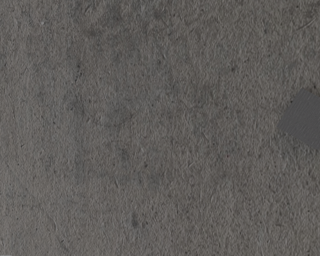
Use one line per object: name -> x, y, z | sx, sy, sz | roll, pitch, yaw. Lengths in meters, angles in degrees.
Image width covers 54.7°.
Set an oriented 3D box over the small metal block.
small metal block -> 0.168, -0.010, 0.350 | 0.050, 0.025, 0.050 | 33, 101, 17
